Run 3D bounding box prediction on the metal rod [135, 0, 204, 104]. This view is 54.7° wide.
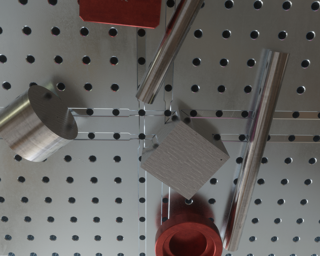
[{"bbox_3d":[0.045,-0.163,0.354,0.025,0.025,0.298,25,108,-9],"label":"metal rod"}]

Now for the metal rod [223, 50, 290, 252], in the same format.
[{"bbox_3d":[0.128,0.045,0.431,0.025,0.025,0.298,7,110,-3],"label":"metal rod"}]

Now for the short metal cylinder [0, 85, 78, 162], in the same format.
[{"bbox_3d":[-0.148,-0.006,0.380,0.050,0.080,0.080,-34,107,11],"label":"short metal cylinder"}]

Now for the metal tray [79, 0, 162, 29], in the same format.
[{"bbox_3d":[-0.040,-0.182,0.343,0.091,0.030,0.129,5,110,-3],"label":"metal tray"}]

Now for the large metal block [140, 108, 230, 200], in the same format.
[{"bbox_3d":[0.032,0.035,0.413,0.080,0.050,0.080,37,106,-13],"label":"large metal block"}]

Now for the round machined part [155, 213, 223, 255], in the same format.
[{"bbox_3d":[0.042,0.169,0.467,0.099,0.042,0.097,0,110,-1],"label":"round machined part"}]
